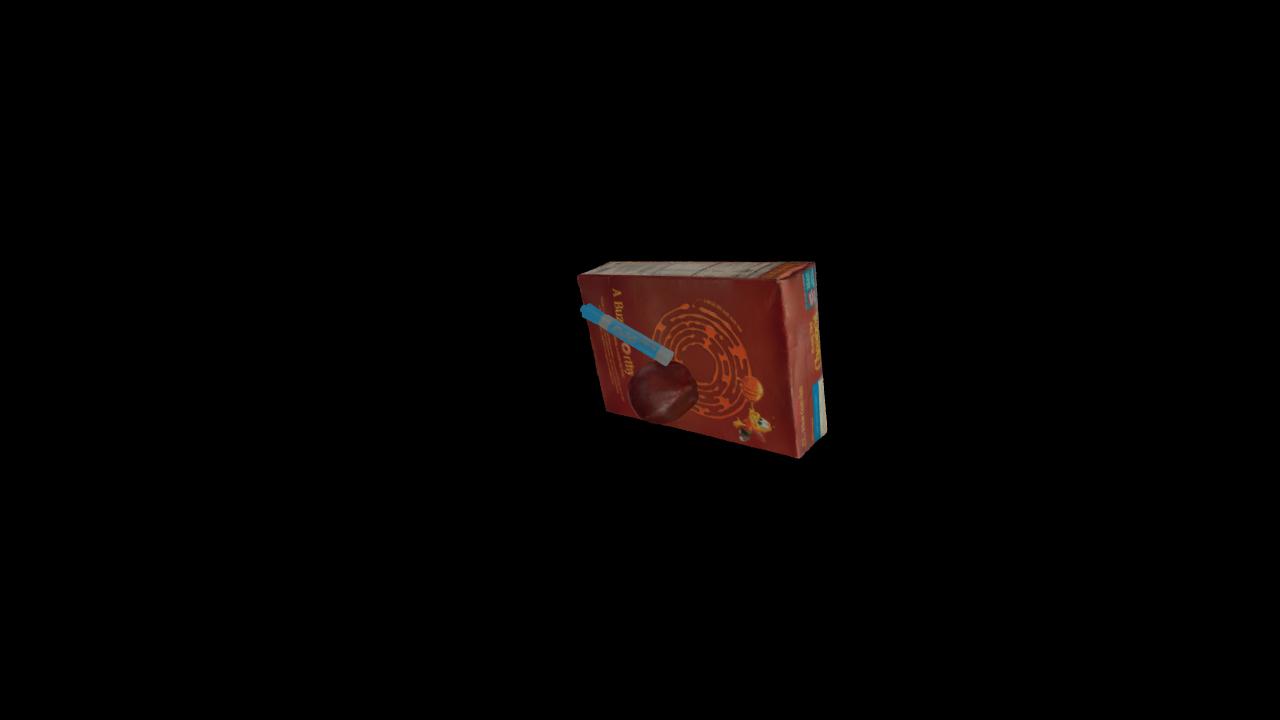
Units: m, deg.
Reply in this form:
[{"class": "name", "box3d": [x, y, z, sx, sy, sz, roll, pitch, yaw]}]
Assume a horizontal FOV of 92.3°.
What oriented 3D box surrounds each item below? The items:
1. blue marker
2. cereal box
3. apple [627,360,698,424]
[{"class": "blue marker", "box3d": [-0.017, -0.031, 0.705, 0.121, 0.020, 0.020, 31, 7, 11]}, {"class": "cereal box", "box3d": [0.068, -0.014, 0.744, 0.306, 0.203, 0.081, 8, 27, 42]}, {"class": "apple", "box3d": [0.029, 0.035, 0.739, 0.093, 0.079, 0.079, -28, -10, 19]}]
